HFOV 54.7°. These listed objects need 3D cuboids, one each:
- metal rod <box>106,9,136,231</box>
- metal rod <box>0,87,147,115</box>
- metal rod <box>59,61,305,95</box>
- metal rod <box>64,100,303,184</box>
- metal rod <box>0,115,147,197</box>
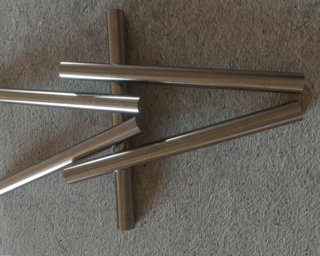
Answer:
[{"bbox_3d":[-0.054,-0.012,0.428,0.025,0.025,0.298,-3,89,19],"label":"metal rod"},{"bbox_3d":[-0.158,-0.042,0.449,0.301,0.025,0.025,6,92,25],"label":"metal rod"},{"bbox_3d":[0.016,-0.065,0.387,0.301,0.025,0.025,5,92,13],"label":"metal rod"},{"bbox_3d":[0.018,0.022,0.386,0.301,0.025,0.025,-17,85,12],"label":"metal rod"},{"bbox_3d":[-0.149,0.050,0.446,0.300,0.025,0.025,-24,82,23],"label":"metal rod"}]
